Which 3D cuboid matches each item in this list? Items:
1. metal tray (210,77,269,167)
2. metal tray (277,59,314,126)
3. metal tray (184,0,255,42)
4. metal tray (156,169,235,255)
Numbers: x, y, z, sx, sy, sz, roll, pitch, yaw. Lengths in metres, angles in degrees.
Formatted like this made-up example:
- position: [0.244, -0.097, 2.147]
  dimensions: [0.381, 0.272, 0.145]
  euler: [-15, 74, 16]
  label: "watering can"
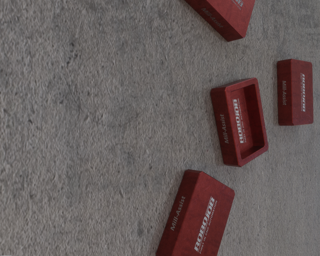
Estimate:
- position: [0.134, -0.011, 0.513]
  dimensions: [0.091, 0.030, 0.129]
  euler: [-21, 104, -38]
  label: "metal tray"
- position: [0.278, -0.071, 0.634]
  dimensions: [0.091, 0.030, 0.129]
  euler: [-4, 93, -40]
  label: "metal tray"
- position: [0.093, -0.207, 0.479]
  dimensions: [0.131, 0.030, 0.090]
  euler: [29, 72, -36]
  label: "metal tray"
- position: [0.055, 0.136, 0.448]
  dimensions: [0.090, 0.030, 0.130]
  euler: [34, 69, -35]
  label: "metal tray"
